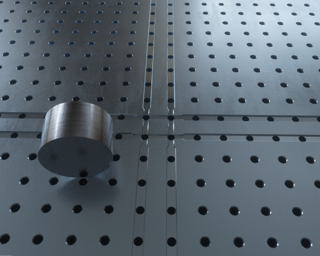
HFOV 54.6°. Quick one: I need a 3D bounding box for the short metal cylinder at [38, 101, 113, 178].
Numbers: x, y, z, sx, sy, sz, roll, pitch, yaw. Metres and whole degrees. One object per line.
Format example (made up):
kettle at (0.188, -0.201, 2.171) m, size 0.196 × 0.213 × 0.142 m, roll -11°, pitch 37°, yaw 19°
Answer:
short metal cylinder at (-0.095, 0.015, 0.359) m, size 0.080 × 0.080 × 0.050 m, roll -5°, pitch 50°, yaw -4°
